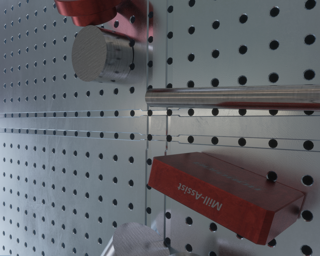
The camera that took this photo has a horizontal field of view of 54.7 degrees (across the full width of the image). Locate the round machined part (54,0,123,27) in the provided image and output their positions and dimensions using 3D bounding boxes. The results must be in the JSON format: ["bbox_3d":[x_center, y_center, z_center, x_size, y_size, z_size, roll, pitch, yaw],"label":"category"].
[{"bbox_3d":[-0.102,-0.183,0.459,0.098,0.099,0.042,27,142,37],"label":"round machined part"}]

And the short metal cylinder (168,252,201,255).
[{"bbox_3d":[0.028,0.188,0.342,0.050,0.081,0.079,-111,35,-75],"label":"short metal cylinder"}]

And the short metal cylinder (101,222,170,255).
[{"bbox_3d":[-0.034,0.171,0.402,0.080,0.081,0.050,44,117,31],"label":"short metal cylinder"}]

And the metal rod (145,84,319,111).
[{"bbox_3d":[0.104,-0.032,0.323,0.300,0.025,0.025,5,93,40],"label":"metal rod"}]

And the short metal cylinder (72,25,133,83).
[{"bbox_3d":[-0.087,-0.108,0.463,0.080,0.050,0.079,3,94,39],"label":"short metal cylinder"}]

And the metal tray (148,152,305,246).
[{"bbox_3d":[0.064,0.061,0.313,0.130,0.091,0.030,20,103,38],"label":"metal tray"}]
